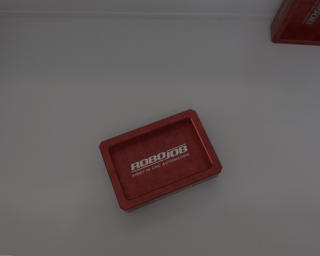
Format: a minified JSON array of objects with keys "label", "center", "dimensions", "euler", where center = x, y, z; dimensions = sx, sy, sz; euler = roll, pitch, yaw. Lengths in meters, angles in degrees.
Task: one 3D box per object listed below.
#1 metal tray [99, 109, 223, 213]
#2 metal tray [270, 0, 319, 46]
[{"label":"metal tray","center":[0.000,0.040,0.392],"dimensions":[0.131,0.030,0.090],"euler":[-20,71,-8]},{"label":"metal tray","center":[0.214,-0.162,0.414],"dimensions":[0.091,0.130,0.030],"euler":[4,70,1]}]
